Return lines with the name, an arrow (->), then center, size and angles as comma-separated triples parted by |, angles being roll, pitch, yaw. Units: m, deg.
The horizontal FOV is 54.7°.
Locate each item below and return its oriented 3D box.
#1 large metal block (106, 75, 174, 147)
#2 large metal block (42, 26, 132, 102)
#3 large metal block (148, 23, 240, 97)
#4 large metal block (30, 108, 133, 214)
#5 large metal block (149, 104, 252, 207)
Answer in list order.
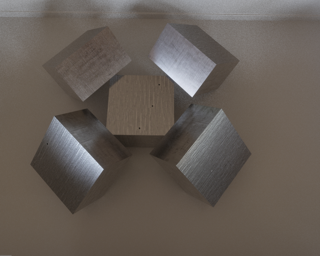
large metal block -> -0.023, -0.021, 0.401 | 0.080, 0.050, 0.080 | 1, 70, 0
large metal block -> -0.096, -0.084, 0.400 | 0.080, 0.080, 0.050 | -44, 119, -15
large metal block -> 0.046, -0.091, 0.406 | 0.080, 0.050, 0.081 | 45, 33, 15
large metal block -> -0.092, 0.037, 0.359 | 0.080, 0.050, 0.080 | 44, 120, 14
large metal block -> 0.049, 0.030, 0.361 | 0.080, 0.050, 0.080 | -50, 122, -16
